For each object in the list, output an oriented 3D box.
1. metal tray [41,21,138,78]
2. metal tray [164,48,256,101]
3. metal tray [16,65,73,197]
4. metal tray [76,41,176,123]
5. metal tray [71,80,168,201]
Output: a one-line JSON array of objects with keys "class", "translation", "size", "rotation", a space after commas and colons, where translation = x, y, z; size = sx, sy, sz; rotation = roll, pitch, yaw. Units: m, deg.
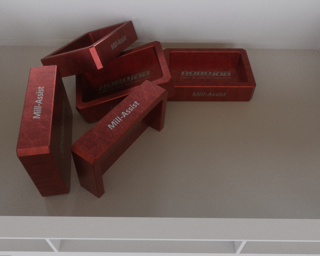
[{"class": "metal tray", "translation": [-0.099, -0.117, 0.456], "size": [0.090, 0.030, 0.130], "rotation": [-6, 30, 25]}, {"class": "metal tray", "translation": [0.070, -0.083, 0.471], "size": [0.131, 0.030, 0.090], "rotation": [0, 50, -1]}, {"class": "metal tray", "translation": [-0.128, 0.001, 0.360], "size": [0.030, 0.089, 0.130], "rotation": [-7, 50, -6]}, {"class": "metal tray", "translation": [-0.051, -0.066, 0.435], "size": [0.131, 0.030, 0.090], "rotation": [-17, 51, 5]}, {"class": "metal tray", "translation": [-0.042, 0.013, 0.368], "size": [0.030, 0.089, 0.131], "rotation": [31, 55, 18]}]
